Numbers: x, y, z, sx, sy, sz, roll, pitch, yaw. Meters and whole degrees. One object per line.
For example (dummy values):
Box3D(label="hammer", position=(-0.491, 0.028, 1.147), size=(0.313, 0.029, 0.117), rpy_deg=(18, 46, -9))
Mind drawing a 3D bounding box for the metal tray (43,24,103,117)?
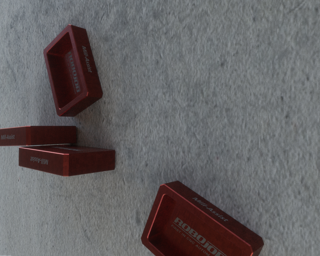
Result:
Box3D(label="metal tray", position=(-0.149, -0.094, 0.521), size=(0.090, 0.030, 0.129), rpy_deg=(-27, 73, 36))

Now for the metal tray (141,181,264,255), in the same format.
Box3D(label="metal tray", position=(0.043, 0.133, 0.364), size=(0.130, 0.030, 0.089), rpy_deg=(30, 108, 35))

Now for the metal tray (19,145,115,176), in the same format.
Box3D(label="metal tray", position=(-0.144, 0.046, 0.478), size=(0.130, 0.091, 0.030), rpy_deg=(3, 92, 39))

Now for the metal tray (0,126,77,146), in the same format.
Box3D(label="metal tray", position=(-0.220, 0.014, 0.540), size=(0.130, 0.091, 0.030), rpy_deg=(-4, 88, 39))
